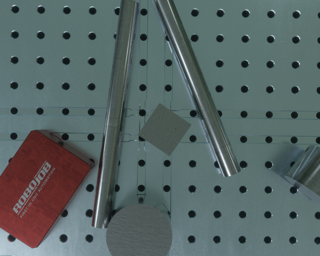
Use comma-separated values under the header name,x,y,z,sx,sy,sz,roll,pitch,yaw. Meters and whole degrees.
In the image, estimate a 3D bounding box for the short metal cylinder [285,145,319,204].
name,x,y,z,sx,sy,sz,roll,pitch,yaw
short metal cylinder,0.207,0.066,0.389,0.080,0.080,0.050,38,90,-1

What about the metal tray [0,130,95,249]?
name,x,y,z,sx,sy,sz,roll,pitch,yaw
metal tray,-0.161,0.078,0.409,0.090,0.030,0.130,34,90,-1

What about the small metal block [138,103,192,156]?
name,x,y,z,sx,sy,sz,roll,pitch,yaw
small metal block,0.006,0.002,0.414,0.050,0.025,0.050,34,90,-1

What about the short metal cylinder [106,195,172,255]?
name,x,y,z,sx,sy,sz,roll,pitch,yaw
short metal cylinder,-0.025,0.132,0.401,0.081,0.050,0.079,0,90,-1

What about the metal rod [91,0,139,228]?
name,x,y,z,sx,sy,sz,roll,pitch,yaw
metal rod,-0.059,-0.018,0.412,0.025,0.025,0.298,8,90,-1

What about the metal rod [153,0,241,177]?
name,x,y,z,sx,sy,sz,roll,pitch,yaw
metal rod,0.041,-0.078,0.413,0.025,0.025,0.299,-22,90,0
